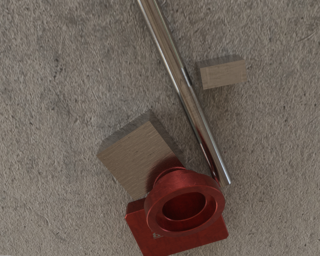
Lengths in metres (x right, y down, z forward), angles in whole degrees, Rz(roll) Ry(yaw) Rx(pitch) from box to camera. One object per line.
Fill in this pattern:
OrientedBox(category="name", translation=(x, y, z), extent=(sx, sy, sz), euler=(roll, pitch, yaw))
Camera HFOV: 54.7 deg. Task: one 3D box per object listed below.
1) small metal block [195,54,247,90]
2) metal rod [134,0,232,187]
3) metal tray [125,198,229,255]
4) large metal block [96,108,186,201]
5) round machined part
OrientedBox(category="small metal block", translation=(0.072, -0.069, 0.372), extent=(0.050, 0.050, 0.025), euler=(-11, 110, 4))
OrientedBox(category="metal rod", translation=(0.029, -0.052, 0.390), extent=(0.025, 0.025, 0.299), euler=(-23, 109, 8))
OrientedBox(category="metal tray", translation=(0.025, 0.137, 0.458), extent=(0.130, 0.030, 0.090), euler=(-19, 109, 6))
OrientedBox(category="large metal block", translation=(-0.023, 0.034, 0.409), extent=(0.080, 0.050, 0.080), euler=(-33, 107, 11))
OrientedBox(category="round machined part", translation=(0.028, 0.091, 0.391), extent=(0.099, 0.042, 0.097), euler=(-8, 129, -10))
